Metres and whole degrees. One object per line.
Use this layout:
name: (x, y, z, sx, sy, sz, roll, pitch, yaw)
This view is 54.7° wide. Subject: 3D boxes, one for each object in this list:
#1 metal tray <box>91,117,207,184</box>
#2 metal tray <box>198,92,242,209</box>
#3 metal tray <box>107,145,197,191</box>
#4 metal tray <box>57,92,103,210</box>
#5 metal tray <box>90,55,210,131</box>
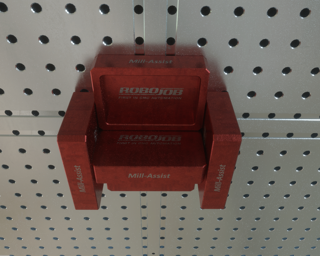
metal tray: (-0.013, 0.026, 0.388, 0.131, 0.090, 0.030, 1, 130, -1)
metal tray: (0.069, 0.030, 0.395, 0.030, 0.090, 0.129, 1, 130, -1)
metal tray: (-0.013, 0.053, 0.451, 0.131, 0.030, 0.089, 0, 130, -1)
metal tray: (-0.093, 0.031, 0.393, 0.030, 0.090, 0.129, 1, 130, -1)
metal tray: (-0.011, -0.040, 0.374, 0.131, 0.030, 0.089, 0, 130, -1)
